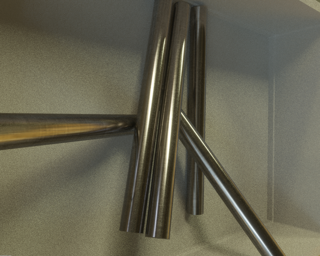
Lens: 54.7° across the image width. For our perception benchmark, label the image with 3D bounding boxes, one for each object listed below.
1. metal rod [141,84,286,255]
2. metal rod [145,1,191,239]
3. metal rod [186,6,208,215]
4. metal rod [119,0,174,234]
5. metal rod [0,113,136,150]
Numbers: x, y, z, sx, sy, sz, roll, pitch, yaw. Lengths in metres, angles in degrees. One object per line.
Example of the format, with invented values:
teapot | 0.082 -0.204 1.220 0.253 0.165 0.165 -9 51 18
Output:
metal rod | 0.072 0.060 0.392 0.025 0.025 0.299 -33 87 -35
metal rod | 0.013 -0.027 0.368 0.025 0.025 0.299 25 62 -38
metal rod | 0.054 -0.025 0.454 0.025 0.025 0.298 2 89 -40
metal rod | -0.012 -0.034 0.364 0.025 0.025 0.299 23 66 -38
metal rod | -0.089 0.001 0.248 0.301 0.025 0.025 -5 94 -67
